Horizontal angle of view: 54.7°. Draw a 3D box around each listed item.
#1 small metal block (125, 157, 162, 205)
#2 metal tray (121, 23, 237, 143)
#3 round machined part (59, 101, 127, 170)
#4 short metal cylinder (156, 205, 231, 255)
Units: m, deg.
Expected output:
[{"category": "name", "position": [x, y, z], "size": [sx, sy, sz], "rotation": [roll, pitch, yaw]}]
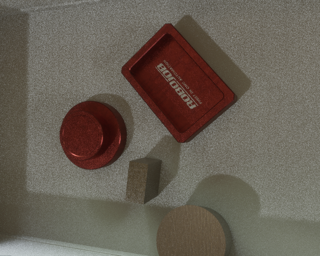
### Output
[{"category": "small metal block", "position": [-0.020, 0.067, 0.404], "size": [0.025, 0.050, 0.050], "rotation": [7, 93, 19]}, {"category": "metal tray", "position": [0.023, -0.057, 0.399], "size": [0.090, 0.030, 0.130], "rotation": [-42, 77, 15]}, {"category": "round machined part", "position": [-0.100, 0.010, 0.435], "size": [0.098, 0.042, 0.097], "rotation": [0, 90, 19]}, {"category": "short metal cylinder", "position": [0.042, 0.134, 0.372], "size": [0.080, 0.050, 0.080], "rotation": [-6, 73, 19]}]
